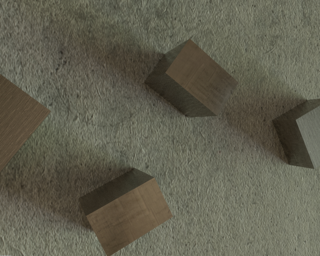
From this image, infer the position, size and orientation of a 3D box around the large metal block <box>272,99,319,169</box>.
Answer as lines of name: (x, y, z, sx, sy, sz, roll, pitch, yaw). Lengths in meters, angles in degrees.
large metal block: (0.235, 0.007, 0.482, 0.081, 0.050, 0.080, -27, 99, -18)

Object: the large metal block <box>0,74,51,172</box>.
large metal block: (-0.177, -0.011, 0.330, 0.080, 0.050, 0.080, 39, 77, -16)

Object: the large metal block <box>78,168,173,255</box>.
large metal block: (-0.043, 0.093, 0.364, 0.081, 0.080, 0.050, -27, 99, -18)

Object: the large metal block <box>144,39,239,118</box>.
large metal block: (0.037, -0.058, 0.393, 0.080, 0.080, 0.050, 38, 78, -16)
